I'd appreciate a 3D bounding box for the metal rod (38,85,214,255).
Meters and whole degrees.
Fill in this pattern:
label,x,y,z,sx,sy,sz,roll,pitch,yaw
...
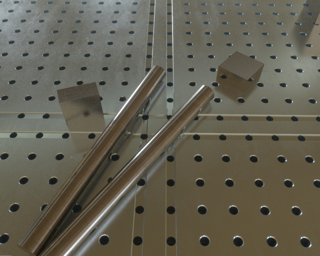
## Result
label,x,y,z,sx,sy,sz,roll,pitch,yaw
metal rod,-0.021,0.041,0.372,0.025,0.025,0.301,29,56,22

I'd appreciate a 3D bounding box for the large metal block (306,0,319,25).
label,x,y,z,sx,sy,sz,roll,pitch,yaw
large metal block,0.324,-0.252,0.586,0.050,0.080,0.080,4,50,3

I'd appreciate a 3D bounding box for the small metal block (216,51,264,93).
label,x,y,z,sx,sy,sz,roll,pitch,yaw
small metal block,0.125,-0.089,0.483,0.050,0.025,0.050,33,57,25

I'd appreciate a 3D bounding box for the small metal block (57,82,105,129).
label,x,y,z,sx,sy,sz,roll,pitch,yaw
small metal block,-0.105,-0.030,0.416,0.050,0.050,0.025,-14,52,-12

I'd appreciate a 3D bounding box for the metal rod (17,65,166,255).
label,x,y,z,sx,sy,sz,roll,pitch,yaw
metal rod,-0.066,0.017,0.392,0.025,0.025,0.301,20,53,16
